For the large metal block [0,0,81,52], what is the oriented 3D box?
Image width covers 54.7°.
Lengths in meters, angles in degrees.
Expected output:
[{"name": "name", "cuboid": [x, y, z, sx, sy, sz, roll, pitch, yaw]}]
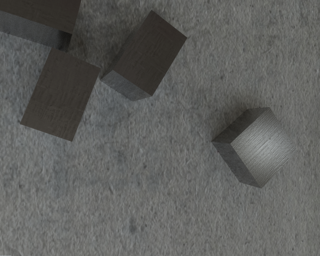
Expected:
[{"name": "large metal block", "cuboid": [-0.131, -0.126, 0.331, 0.081, 0.080, 0.050, 14, 85, -20]}]

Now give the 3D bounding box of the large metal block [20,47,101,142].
[{"name": "large metal block", "cuboid": [-0.109, -0.033, 0.340, 0.050, 0.080, 0.080, 22, 83, -19]}]

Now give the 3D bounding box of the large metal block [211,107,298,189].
[{"name": "large metal block", "cuboid": [0.136, 0.027, 0.448, 0.080, 0.050, 0.080, -40, 103, -16]}]

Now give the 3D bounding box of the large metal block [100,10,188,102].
[{"name": "large metal block", "cuboid": [-0.023, -0.081, 0.372, 0.050, 0.080, 0.080, 33, 79, -17]}]
